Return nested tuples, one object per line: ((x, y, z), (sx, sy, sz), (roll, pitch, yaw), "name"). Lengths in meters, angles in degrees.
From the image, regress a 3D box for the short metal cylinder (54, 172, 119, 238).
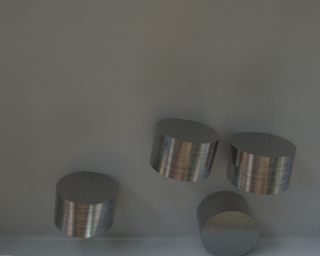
((-0.099, 0.101, 0.418), (0.081, 0.080, 0.050), (9, 110, -4), "short metal cylinder")

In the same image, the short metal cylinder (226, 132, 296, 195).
((0.129, 0.043, 0.400), (0.081, 0.080, 0.050), (1, 110, -1), "short metal cylinder")

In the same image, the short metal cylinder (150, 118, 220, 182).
((0.030, 0.025, 0.392), (0.081, 0.080, 0.050), (9, 110, -4), "short metal cylinder")

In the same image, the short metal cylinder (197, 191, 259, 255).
((0.097, 0.140, 0.451), (0.081, 0.050, 0.079), (0, 110, -1), "short metal cylinder")
